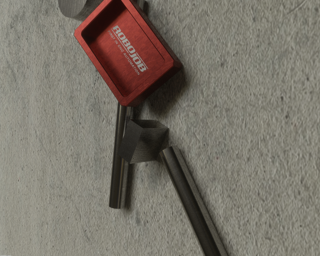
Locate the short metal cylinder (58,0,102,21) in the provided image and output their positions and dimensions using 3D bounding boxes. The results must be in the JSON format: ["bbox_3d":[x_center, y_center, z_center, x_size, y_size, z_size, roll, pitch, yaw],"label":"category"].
[{"bbox_3d":[-0.113,-0.205,0.479,0.080,0.050,0.079,0,90,39],"label":"short metal cylinder"}]

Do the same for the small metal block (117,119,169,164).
[{"bbox_3d":[-0.022,0.017,0.405,0.025,0.050,0.050,33,110,35],"label":"small metal block"}]

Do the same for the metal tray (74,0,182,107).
[{"bbox_3d":[-0.044,-0.103,0.406,0.090,0.030,0.130,-38,78,19],"label":"metal tray"}]

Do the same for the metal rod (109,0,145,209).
[{"bbox_3d":[-0.048,-0.034,0.442,0.025,0.025,0.298,10,96,39],"label":"metal rod"}]

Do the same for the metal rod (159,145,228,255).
[{"bbox_3d":[0.069,0.157,0.346,0.025,0.025,0.299,-37,68,33],"label":"metal rod"}]
